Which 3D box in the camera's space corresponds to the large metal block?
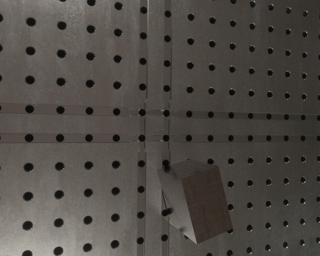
[{"bbox_3d":[0.042,0.090,0.400,0.050,0.080,0.080,-16,96,-20],"label":"large metal block"}]
